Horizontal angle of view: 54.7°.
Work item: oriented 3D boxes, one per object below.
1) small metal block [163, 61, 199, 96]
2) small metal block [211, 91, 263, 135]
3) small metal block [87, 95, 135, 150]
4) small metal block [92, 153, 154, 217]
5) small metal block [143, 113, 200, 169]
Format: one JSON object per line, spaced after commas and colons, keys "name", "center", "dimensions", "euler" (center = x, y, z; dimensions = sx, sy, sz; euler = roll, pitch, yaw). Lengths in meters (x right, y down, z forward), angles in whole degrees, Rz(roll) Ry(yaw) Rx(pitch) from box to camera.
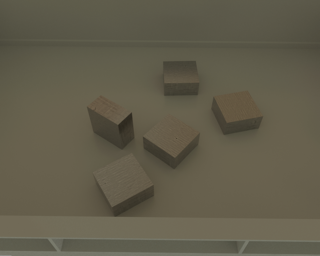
{"name": "small metal block", "center": [0.031, -0.076, 0.469], "dimensions": [0.050, 0.025, 0.050], "euler": [-1, 50, -1]}
{"name": "small metal block", "center": [0.104, -0.022, 0.424], "dimensions": [0.050, 0.025, 0.050], "euler": [-10, 51, -9]}
{"name": "small metal block", "center": [-0.062, -0.007, 0.394], "dimensions": [0.050, 0.050, 0.025], "euler": [29, 56, 22]}
{"name": "small metal block", "center": [-0.041, 0.063, 0.351], "dimensions": [0.050, 0.025, 0.050], "euler": [-25, 55, -20]}
{"name": "small metal block", "center": [0.014, 0.016, 0.392], "dimensions": [0.050, 0.025, 0.050], "euler": [33, 57, 24]}
